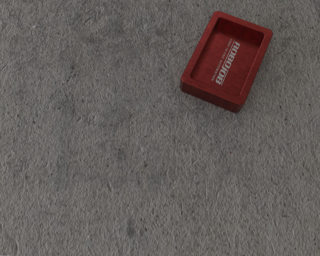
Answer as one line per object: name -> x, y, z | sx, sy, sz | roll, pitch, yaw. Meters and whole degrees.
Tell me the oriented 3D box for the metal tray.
metal tray -> 0.095, -0.096, 0.441 | 0.090, 0.030, 0.130 | 24, 72, 8
